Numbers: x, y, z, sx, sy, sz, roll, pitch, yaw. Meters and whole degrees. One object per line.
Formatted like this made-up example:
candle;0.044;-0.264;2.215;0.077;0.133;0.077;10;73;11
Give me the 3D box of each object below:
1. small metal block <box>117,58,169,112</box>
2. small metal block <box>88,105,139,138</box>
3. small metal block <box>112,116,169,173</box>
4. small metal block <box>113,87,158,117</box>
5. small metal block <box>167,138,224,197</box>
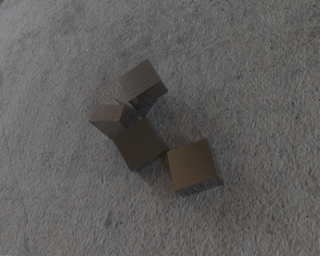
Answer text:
small metal block;-0.024;-0.059;0.421;0.050;0.025;0.050;-33;52;6
small metal block;-0.060;-0.008;0.424;0.050;0.050;0.025;1;62;29
small metal block;-0.024;0.022;0.392;0.050;0.025;0.050;-33;74;6
small metal block;-0.032;-0.050;0.451;0.050;0.025;0.050;28;77;37
small metal block;0.040;0.046;0.355;0.050;0.025;0.050;-21;54;15
